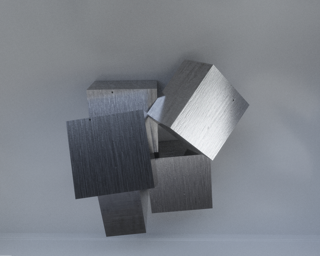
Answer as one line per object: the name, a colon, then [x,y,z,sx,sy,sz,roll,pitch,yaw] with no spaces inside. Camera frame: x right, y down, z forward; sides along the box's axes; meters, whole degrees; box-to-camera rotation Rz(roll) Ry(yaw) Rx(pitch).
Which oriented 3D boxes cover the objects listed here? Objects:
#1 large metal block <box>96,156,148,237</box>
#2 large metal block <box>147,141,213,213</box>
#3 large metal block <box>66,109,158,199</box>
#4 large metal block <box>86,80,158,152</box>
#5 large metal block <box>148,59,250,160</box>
large metal block: [-0.047,0.083,0.410,0.050,0.080,0.079,-6,110,2]
large metal block: [0.025,0.064,0.418,0.080,0.050,0.079,-5,110,1]
large metal block: [-0.049,0.028,0.337,0.080,0.050,0.080,-9,85,3]
large metal block: [-0.043,-0.016,0.390,0.081,0.050,0.079,-1,110,0]
large metal block: [0.045,-0.021,0.362,0.080,0.050,0.080,37,85,-37]
